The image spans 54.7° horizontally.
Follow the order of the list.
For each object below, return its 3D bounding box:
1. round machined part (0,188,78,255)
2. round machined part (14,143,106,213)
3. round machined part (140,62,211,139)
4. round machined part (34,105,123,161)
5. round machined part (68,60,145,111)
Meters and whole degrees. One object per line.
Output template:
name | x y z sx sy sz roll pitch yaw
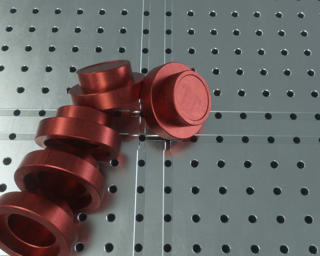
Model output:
round machined part | -0.137 0.105 0.343 0.099 0.097 0.042 14 35 5
round machined part | -0.109 0.055 0.356 0.099 0.097 0.042 10 48 3
round machined part | 0.027 -0.035 0.387 0.099 0.042 0.097 6 81 -42
round machined part | -0.093 0.005 0.370 0.099 0.098 0.042 6 69 2
round machined part | -0.067 -0.058 0.392 0.099 0.098 0.042 -12 112 -5
